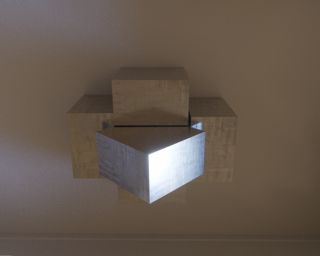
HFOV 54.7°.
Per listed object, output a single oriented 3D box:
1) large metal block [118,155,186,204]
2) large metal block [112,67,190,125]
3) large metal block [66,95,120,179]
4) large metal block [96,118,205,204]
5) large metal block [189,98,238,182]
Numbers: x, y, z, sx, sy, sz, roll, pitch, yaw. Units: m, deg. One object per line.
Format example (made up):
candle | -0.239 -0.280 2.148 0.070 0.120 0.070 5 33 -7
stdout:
large metal block | -0.009 0.054 0.401 0.081 0.080 0.050 0 110 0
large metal block | -0.010 -0.040 0.366 0.081 0.080 0.050 0 110 0
large metal block | -0.075 0.008 0.383 0.050 0.080 0.079 0 110 0
large metal block | -0.010 0.027 0.330 0.081 0.080 0.050 -19 117 -42
large metal block | 0.058 0.012 0.383 0.050 0.080 0.079 0 110 -1
